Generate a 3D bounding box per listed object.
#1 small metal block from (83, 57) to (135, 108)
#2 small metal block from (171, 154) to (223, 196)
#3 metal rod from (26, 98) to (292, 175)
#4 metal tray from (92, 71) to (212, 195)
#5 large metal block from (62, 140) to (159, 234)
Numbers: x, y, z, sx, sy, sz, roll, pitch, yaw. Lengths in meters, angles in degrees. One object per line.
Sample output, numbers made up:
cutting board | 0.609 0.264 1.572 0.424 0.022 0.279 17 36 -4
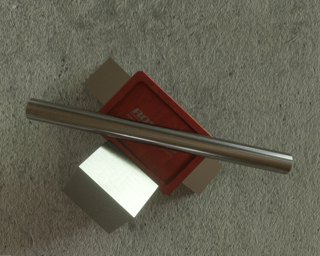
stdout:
small metal block | -0.064 -0.057 0.410 0.050 0.025 0.050 45 90 -1
small metal block | 0.046 0.053 0.411 0.050 0.025 0.050 39 90 -1
metal rod | 0.000 0.010 0.356 0.302 0.025 0.025 12 90 -1
metal tray | -0.008 0.006 0.383 0.130 0.030 0.090 44 90 -1
large metal block | -0.062 0.073 0.374 0.080 0.080 0.050 43 48 0
